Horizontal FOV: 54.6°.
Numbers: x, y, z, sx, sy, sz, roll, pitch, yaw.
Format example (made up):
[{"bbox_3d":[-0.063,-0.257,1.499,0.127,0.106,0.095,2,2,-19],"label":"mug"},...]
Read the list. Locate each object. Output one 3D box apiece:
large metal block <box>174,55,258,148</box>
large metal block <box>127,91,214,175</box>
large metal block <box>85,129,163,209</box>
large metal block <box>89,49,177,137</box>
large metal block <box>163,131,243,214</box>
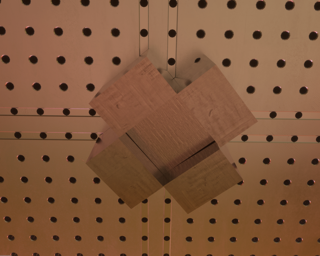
[{"bbox_3d":[0.063,-0.035,0.372,0.050,0.080,0.080,-37,106,12],"label":"large metal block"},{"bbox_3d":[0.012,-0.002,0.398,0.080,0.050,0.080,-36,105,14],"label":"large metal block"},{"bbox_3d":[-0.041,0.041,0.398,0.050,0.080,0.080,-37,107,12],"label":"large metal block"},{"bbox_3d":[-0.029,-0.045,0.367,0.080,0.080,0.050,-37,106,12],"label":"large metal block"},{"bbox_3d":[0.051,0.051,0.404,0.080,0.080,0.050,-35,106,12],"label":"large metal block"}]
